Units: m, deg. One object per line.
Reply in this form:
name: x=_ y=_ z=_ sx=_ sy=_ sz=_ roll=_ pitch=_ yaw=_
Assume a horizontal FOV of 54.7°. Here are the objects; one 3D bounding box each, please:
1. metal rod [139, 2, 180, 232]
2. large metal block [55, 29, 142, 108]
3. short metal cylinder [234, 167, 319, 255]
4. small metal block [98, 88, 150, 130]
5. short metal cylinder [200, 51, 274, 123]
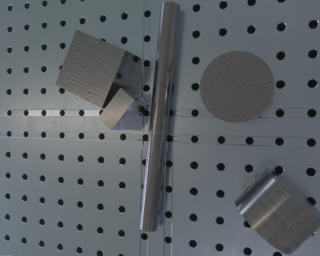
metal rod: x=-0.001 y=-0.013 z=0.412 sx=0.025 sy=0.025 sz=0.298 roll=6 pitch=92 yaw=20
large metal block: x=-0.085 y=-0.078 z=0.429 sx=0.080 sy=0.050 sz=0.080 roll=27 pitch=99 yaw=18
short metal cylinder: x=0.129 y=0.088 z=0.338 sx=0.080 sy=0.080 sz=0.050 roll=43 pitch=104 yaw=15
small metal block: x=-0.047 y=-0.024 z=0.416 sx=0.025 sy=0.050 sz=0.050 roll=42 pitch=103 yaw=15
short metal cylinder: x=0.092 y=-0.046 z=0.367 sx=0.080 sy=0.050 sz=0.079 roll=0 pitch=90 yaw=20
